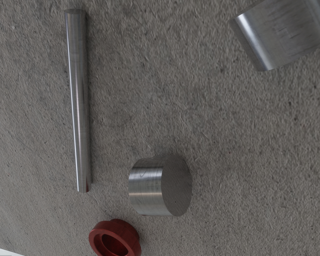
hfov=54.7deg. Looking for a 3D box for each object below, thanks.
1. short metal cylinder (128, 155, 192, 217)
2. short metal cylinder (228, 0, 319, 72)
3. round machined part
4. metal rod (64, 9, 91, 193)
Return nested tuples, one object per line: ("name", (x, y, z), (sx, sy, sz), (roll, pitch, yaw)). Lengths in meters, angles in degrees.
("short metal cylinder", (0.002, 0.078, 0.418), (0.050, 0.080, 0.080), (-9, 114, 32))
("short metal cylinder", (0.105, -0.090, 0.260), (0.080, 0.080, 0.050), (-24, 105, 36))
("round machined part", (-0.077, 0.205, 0.563), (0.098, 0.042, 0.097), (13, 124, 21))
("metal rod", (-0.117, -0.018, 0.457), (0.025, 0.025, 0.298), (19, 126, 17))
